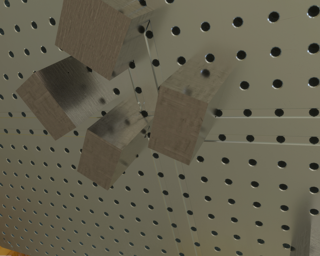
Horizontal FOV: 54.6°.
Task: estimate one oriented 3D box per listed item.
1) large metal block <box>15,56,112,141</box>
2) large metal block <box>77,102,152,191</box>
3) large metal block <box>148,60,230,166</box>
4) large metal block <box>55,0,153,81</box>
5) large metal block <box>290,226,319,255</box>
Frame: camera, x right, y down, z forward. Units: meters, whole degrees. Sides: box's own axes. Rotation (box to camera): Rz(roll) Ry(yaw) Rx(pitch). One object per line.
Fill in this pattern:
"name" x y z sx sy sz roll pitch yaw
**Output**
"large metal block" -0.126 -0.043 0.416 0.050 0.080 0.080 -27 104 37
"large metal block" -0.062 0.023 0.423 0.050 0.080 0.079 30 128 9
"large metal block" 0.032 -0.020 0.347 0.050 0.080 0.079 23 127 14
"large metal block" -0.066 -0.116 0.359 0.080 0.050 0.080 34 129 6
"large metal block" 0.208 0.183 0.379 0.080 0.080 0.050 28 128 11
